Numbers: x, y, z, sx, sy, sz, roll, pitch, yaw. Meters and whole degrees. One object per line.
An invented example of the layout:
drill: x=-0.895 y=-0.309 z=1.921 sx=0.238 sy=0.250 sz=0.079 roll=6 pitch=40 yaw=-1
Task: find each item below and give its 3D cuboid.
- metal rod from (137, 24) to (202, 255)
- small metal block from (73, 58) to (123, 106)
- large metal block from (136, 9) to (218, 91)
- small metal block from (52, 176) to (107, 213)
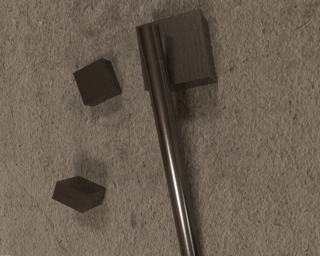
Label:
metal rod: x=0.015 y=0.032 z=0.369 sx=0.025 sy=0.025 sz=0.298 roll=-8 pitch=100 yaw=19
small metal block: x=-0.088 y=-0.064 z=0.439 sx=0.050 sy=0.025 sz=0.050 roll=-23 pitch=83 yaw=18
large metal block: x=0.022 y=-0.091 z=0.387 sx=0.080 sy=0.050 sz=0.080 roll=-9 pitch=87 yaw=19
small metal block: x=-0.112 y=0.091 z=0.434 sx=0.050 sy=0.050 sz=0.025 roll=19 pitch=97 yaw=18
